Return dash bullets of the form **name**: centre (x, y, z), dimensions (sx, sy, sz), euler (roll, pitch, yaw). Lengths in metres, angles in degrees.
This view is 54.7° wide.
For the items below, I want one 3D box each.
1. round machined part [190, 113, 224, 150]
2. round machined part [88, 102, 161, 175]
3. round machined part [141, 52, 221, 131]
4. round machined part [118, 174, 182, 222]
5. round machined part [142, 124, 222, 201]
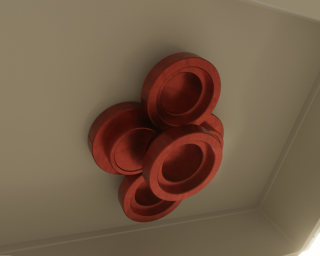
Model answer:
- **round machined part**: centre (0.050, 0.023, 0.438), dimensions (0.099, 0.042, 0.097), euler (-14, 125, -21)
- **round machined part**: centre (-0.037, 0.020, 0.389), dimensions (0.099, 0.042, 0.097), euler (-14, 125, -21)
- **round machined part**: centre (0.022, -0.046, 0.380), dimensions (0.099, 0.042, 0.097), euler (-14, 125, -21)
- **round machined part**: centre (-0.013, 0.083, 0.441), dimensions (0.099, 0.042, 0.097), euler (-14, 125, -21)
- **round machined part**: centre (0.023, 0.037, 0.378), dimensions (0.099, 0.042, 0.097), euler (-14, 125, -21)
